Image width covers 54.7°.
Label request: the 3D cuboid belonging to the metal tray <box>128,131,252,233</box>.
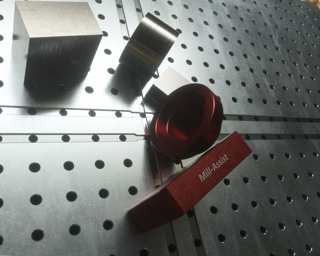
[{"bbox_3d":[0.035,0.059,0.348,0.131,0.090,0.030,-31,82,-38],"label":"metal tray"}]

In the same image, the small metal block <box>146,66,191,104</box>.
[{"bbox_3d":[0.017,-0.055,0.451,0.050,0.025,0.050,38,51,-3],"label":"small metal block"}]

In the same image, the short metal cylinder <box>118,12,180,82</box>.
[{"bbox_3d":[-0.015,-0.112,0.433,0.050,0.080,0.080,32,52,-8],"label":"short metal cylinder"}]

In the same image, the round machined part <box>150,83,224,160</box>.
[{"bbox_3d":[0.038,-0.004,0.391,0.042,0.098,0.098,36,46,-38],"label":"round machined part"}]

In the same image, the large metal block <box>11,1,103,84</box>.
[{"bbox_3d":[-0.124,-0.101,0.367,0.081,0.080,0.050,-15,70,-34],"label":"large metal block"}]
